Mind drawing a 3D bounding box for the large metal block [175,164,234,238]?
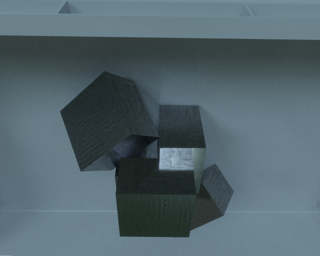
[{"bbox_3d":[0.053,0.103,0.449,0.080,0.080,0.050,-34,87,25],"label":"large metal block"}]

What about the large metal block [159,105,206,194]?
[{"bbox_3d":[0.024,0.027,0.392,0.050,0.080,0.079,1,130,-1],"label":"large metal block"}]

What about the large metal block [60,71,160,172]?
[{"bbox_3d":[-0.059,-0.005,0.357,0.080,0.080,0.050,-35,157,26],"label":"large metal block"}]

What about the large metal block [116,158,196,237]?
[{"bbox_3d":[-0.005,0.080,0.353,0.081,0.050,0.079,1,130,-1],"label":"large metal block"}]

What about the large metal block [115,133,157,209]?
[{"bbox_3d":[-0.029,0.063,0.424,0.050,0.080,0.079,1,130,-1],"label":"large metal block"}]
